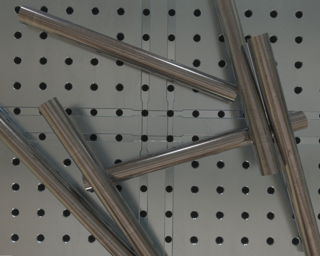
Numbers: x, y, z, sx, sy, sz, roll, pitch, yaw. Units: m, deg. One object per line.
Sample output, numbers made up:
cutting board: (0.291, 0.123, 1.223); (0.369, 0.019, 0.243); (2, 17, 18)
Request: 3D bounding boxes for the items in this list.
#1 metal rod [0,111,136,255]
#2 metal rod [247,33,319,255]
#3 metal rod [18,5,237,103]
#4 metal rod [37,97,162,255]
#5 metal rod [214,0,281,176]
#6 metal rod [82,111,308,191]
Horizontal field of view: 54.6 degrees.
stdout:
metal rod: (-0.131, 0.081, 0.412); (0.025, 0.025, 0.300); (-44, 90, 0)
metal rod: (0.162, 0.031, 0.392); (0.025, 0.025, 0.299); (-18, 99, 0)
metal rod: (-0.040, -0.098, 0.413); (0.301, 0.025, 0.025); (21, 90, 0)
metal rod: (-0.057, 0.096, 0.391); (0.025, 0.025, 0.299); (-32, 99, 0)
metal rod: (0.103, -0.088, 0.398); (0.025, 0.025, 0.299); (-13, 84, 0)
metal rod: (0.046, 0.031, 0.413); (0.301, 0.025, 0.025); (-16, 90, 0)
